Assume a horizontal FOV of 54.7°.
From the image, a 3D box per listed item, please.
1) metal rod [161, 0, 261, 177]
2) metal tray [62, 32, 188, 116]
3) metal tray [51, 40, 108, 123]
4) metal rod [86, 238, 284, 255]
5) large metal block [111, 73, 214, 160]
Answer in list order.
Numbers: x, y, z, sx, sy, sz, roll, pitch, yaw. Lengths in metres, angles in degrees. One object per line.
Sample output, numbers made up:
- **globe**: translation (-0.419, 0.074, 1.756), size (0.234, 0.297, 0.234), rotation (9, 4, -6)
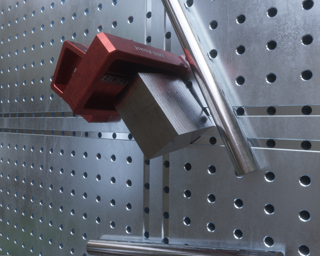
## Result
- **metal rod**: translation (0.044, -0.087, 0.371), size (0.025, 0.025, 0.299), rotation (-32, 70, 35)
- **metal tray**: translation (-0.036, -0.055, 0.369), size (0.090, 0.131, 0.030), rotation (-50, 61, 28)
- **metal tray**: translation (-0.123, -0.077, 0.504), size (0.130, 0.030, 0.089), rotation (37, 112, 33)
- **metal rod**: translation (0.007, 0.163, 0.401), size (0.300, 0.025, 0.025), rotation (-13, 82, 39)
- **large metal block**: translation (0.005, -0.017, 0.361), size (0.050, 0.081, 0.080), rotation (-42, 73, 32)
